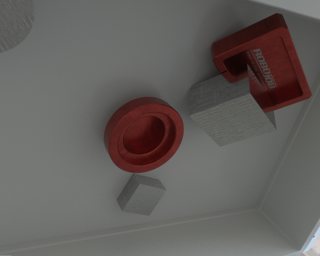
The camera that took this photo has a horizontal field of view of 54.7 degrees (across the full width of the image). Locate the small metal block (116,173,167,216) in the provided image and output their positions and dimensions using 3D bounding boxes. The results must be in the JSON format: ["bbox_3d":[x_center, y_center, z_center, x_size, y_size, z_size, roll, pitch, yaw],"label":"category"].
[{"bbox_3d":[-0.027,0.099,0.457,0.050,0.025,0.050,22,106,-37],"label":"small metal block"}]

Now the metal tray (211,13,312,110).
[{"bbox_3d":[0.136,-0.074,0.408,0.090,0.030,0.130,-21,135,25],"label":"metal tray"}]

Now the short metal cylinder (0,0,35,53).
[{"bbox_3d":[-0.142,-0.103,0.236,0.081,0.050,0.080,-17,145,-12],"label":"short metal cylinder"}]

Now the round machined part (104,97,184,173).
[{"bbox_3d":[-0.023,0.005,0.390,0.099,0.042,0.097,-14,125,-21],"label":"round machined part"}]

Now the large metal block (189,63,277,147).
[{"bbox_3d":[0.095,-0.026,0.404,0.080,0.050,0.080,-20,136,32],"label":"large metal block"}]
